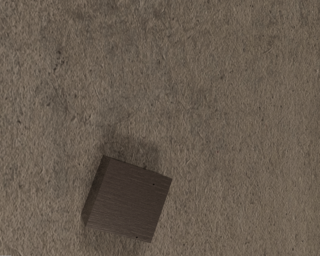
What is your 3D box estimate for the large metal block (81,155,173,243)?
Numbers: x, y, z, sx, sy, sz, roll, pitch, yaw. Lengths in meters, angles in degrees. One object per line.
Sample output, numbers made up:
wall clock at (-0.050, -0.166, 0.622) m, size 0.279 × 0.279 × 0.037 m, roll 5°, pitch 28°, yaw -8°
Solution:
large metal block at (-0.042, 0.085, 0.381) m, size 0.080 × 0.050 × 0.080 m, roll 22°, pitch 83°, yaw -19°
